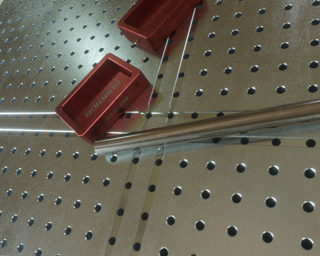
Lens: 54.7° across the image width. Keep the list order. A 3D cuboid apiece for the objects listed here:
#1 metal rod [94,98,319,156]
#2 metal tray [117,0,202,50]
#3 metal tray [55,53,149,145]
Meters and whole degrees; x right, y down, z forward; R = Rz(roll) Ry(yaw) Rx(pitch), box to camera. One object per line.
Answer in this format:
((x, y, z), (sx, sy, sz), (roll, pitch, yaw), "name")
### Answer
((0.052, 0.002, 0.378), (0.301, 0.025, 0.025), (-10, 57, 22), "metal rod")
((0.000, -0.200, 0.525), (0.090, 0.030, 0.130), (35, 81, 38), "metal tray")
((-0.091, -0.049, 0.480), (0.130, 0.030, 0.090), (-49, 52, -7), "metal tray")
